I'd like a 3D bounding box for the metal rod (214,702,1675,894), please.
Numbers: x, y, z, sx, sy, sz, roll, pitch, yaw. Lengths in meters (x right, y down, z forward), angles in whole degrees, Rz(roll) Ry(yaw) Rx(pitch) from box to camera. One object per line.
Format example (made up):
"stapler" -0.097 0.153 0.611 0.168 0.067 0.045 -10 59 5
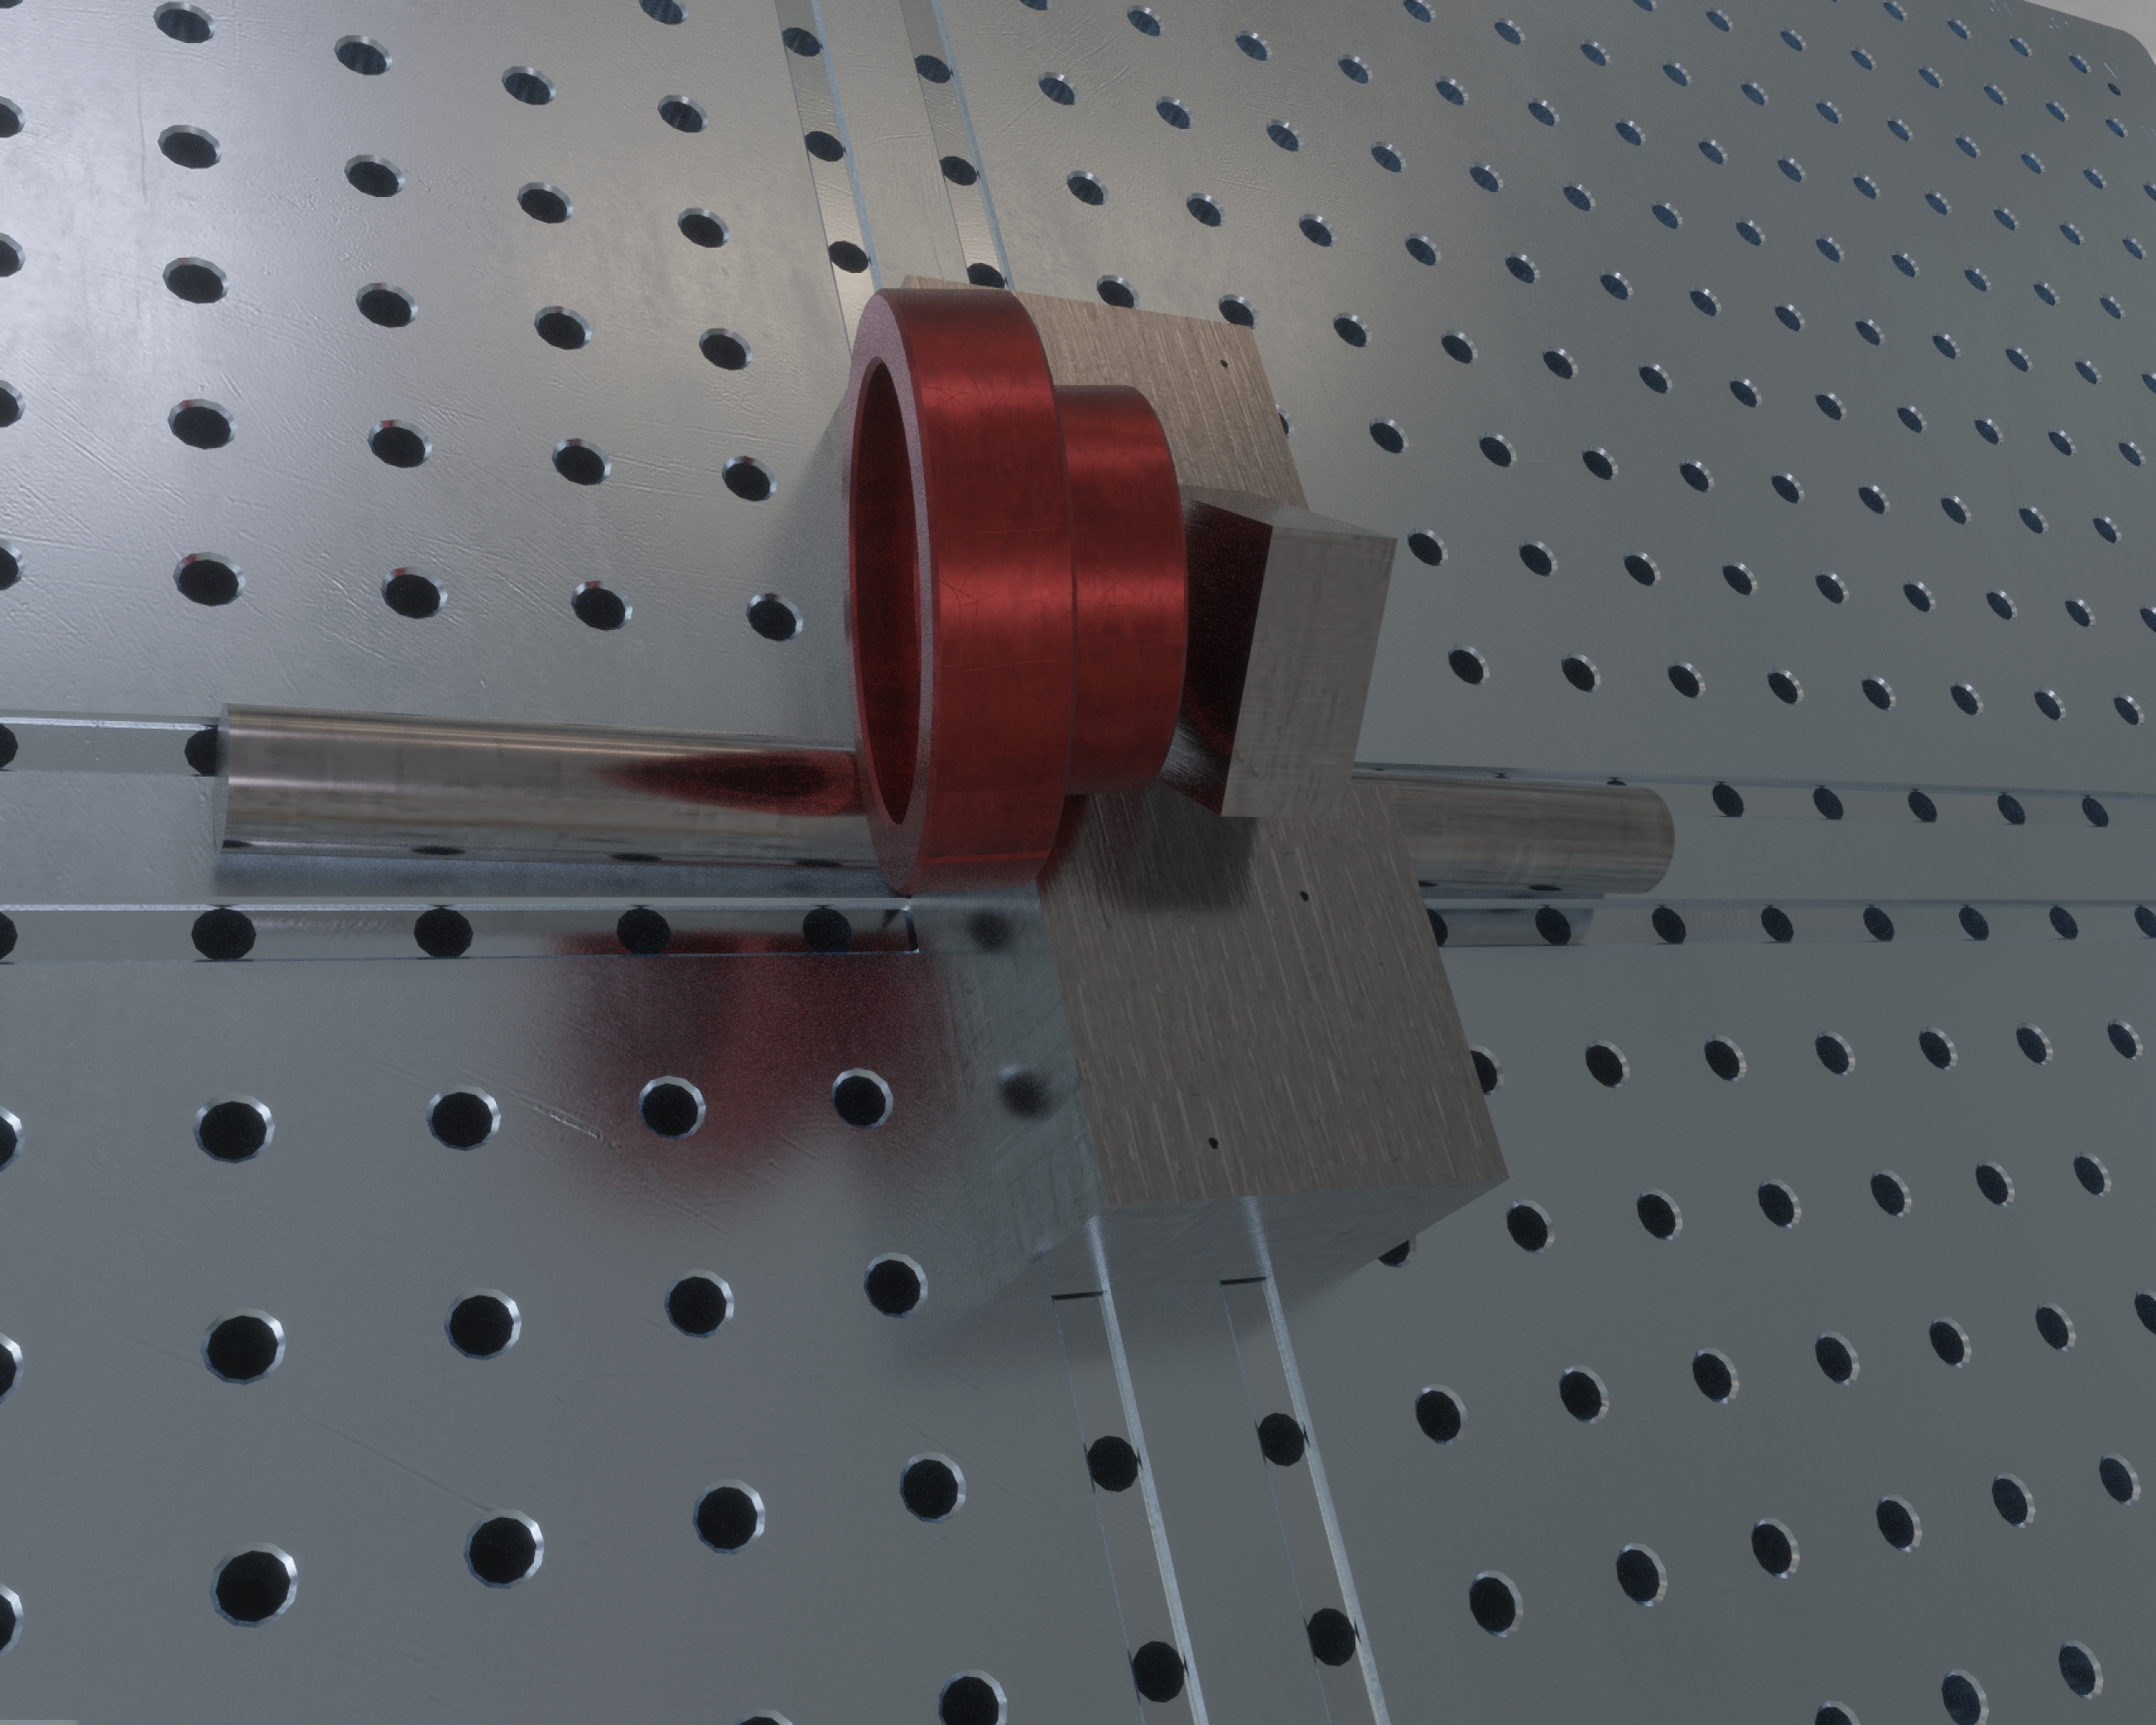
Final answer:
"metal rod" -0.006 -0.009 0.410 0.303 0.025 0.025 2 61 -27

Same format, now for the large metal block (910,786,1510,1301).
"large metal block" 0.022 0.031 0.385 0.081 0.050 0.080 1 61 -28

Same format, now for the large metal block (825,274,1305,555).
"large metal block" 0.000 -0.069 0.434 0.081 0.050 0.080 1 62 -28

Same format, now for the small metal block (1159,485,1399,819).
"small metal block" 0.028 -0.039 0.375 0.025 0.050 0.050 1 18 -28

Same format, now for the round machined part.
"round machined part" -0.011 -0.044 0.345 0.042 0.098 0.098 -3 63 -14
